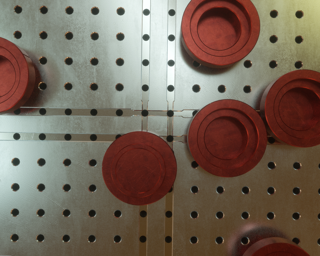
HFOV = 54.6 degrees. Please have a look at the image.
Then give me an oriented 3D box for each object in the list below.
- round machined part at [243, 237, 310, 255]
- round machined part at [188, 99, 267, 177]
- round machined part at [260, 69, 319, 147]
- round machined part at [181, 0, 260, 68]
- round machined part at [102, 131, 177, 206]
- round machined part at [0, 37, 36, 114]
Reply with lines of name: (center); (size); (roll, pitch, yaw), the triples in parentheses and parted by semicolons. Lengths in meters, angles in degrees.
round machined part: (0.150, 0.191, 0.406); (0.099, 0.042, 0.097); (0, 90, 0)
round machined part: (0.084, 0.012, 0.405); (0.099, 0.042, 0.097); (0, 90, 0)
round machined part: (0.180, -0.025, 0.406); (0.099, 0.042, 0.097); (0, 90, 0)
round machined part: (0.076, -0.126, 0.405); (0.099, 0.042, 0.097); (0, 90, 0)
round machined part: (-0.027, 0.053, 0.405); (0.099, 0.042, 0.097); (0, 90, 0)
round machined part: (-0.211, -0.066, 0.404); (0.099, 0.042, 0.097); (0, 90, 0)
